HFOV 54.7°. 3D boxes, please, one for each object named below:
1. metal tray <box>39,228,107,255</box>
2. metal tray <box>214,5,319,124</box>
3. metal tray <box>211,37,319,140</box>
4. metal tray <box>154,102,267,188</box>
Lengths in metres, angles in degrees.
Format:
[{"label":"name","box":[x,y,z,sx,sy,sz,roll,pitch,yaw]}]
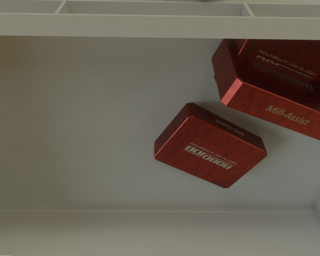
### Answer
[{"label":"metal tray","box":[-0.180,0.257,0.626,0.090,0.030,0.129,31,124,-24]},{"label":"metal tray","box":[0.138,-0.065,0.339,0.131,0.030,0.089,17,119,-17]},{"label":"metal tray","box":[0.123,-0.042,0.330,0.131,0.090,0.030,18,130,-15]},{"label":"metal tray","box":[0.069,0.029,0.431,0.131,0.030,0.090,25,126,-20]}]
